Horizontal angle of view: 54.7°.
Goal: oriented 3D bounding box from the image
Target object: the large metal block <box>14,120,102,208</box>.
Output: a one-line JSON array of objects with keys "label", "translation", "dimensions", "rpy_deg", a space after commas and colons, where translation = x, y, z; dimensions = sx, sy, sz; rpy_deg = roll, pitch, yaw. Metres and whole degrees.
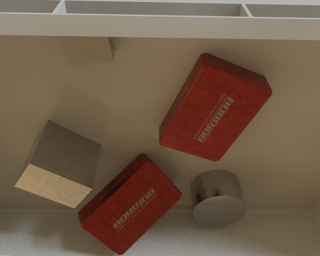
[{"label": "large metal block", "translation": [-0.131, 0.048, 0.412], "dimensions": [0.080, 0.080, 0.050], "rpy_deg": [29, 124, -23]}]

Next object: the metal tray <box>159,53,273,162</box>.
[{"label": "metal tray", "translation": [0.064, -0.020, 0.390], "dimensions": [0.091, 0.030, 0.129], "rpy_deg": [18, 128, -15]}]

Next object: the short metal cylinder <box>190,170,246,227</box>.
[{"label": "short metal cylinder", "translation": [0.090, 0.112, 0.489], "dimensions": [0.081, 0.050, 0.079], "rpy_deg": [0, 130, 0]}]

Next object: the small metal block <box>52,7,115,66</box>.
[{"label": "small metal block", "translation": [-0.078, -0.096, 0.326], "dimensions": [0.050, 0.025, 0.050], "rpy_deg": [-4, 130, 3]}]

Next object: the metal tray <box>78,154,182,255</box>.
[{"label": "metal tray", "translation": [-0.041, 0.113, 0.456], "dimensions": [0.130, 0.030, 0.090], "rpy_deg": [-43, 120, -7]}]
